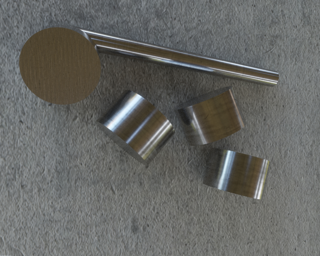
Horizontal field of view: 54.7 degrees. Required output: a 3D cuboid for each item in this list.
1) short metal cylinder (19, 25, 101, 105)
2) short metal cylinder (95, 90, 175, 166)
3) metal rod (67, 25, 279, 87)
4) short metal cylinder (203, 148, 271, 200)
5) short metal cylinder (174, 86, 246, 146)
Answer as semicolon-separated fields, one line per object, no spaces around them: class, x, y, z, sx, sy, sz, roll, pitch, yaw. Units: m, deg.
short metal cylinder;-0.107;-0.071;0.342;0.081;0.050;0.079;-4;112;-11
short metal cylinder;-0.029;0.000;0.369;0.080;0.080;0.050;44;76;-15
metal rod;0.032;-0.092;0.420;0.302;0.025;0.025;7;88;-20
short metal cylinder;0.103;0.061;0.418;0.081;0.080;0.050;16;85;-20
short metal cylinder;0.065;-0.016;0.404;0.081;0.080;0.050;-25;99;-18
